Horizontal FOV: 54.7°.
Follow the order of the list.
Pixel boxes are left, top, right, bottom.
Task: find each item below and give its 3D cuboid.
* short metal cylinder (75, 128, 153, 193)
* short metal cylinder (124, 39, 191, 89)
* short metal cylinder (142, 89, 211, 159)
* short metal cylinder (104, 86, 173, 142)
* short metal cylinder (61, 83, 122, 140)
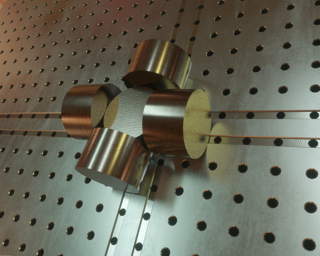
[{"bbox_3d":[-0.054,0.041,0.375,0.080,0.080,0.050,6,65,31],"label":"short metal cylinder"},{"bbox_3d":[-0.002,-0.073,0.419,0.080,0.080,0.050,3,63,29],"label":"short metal cylinder"},{"bbox_3d":[0.022,-0.006,0.365,0.050,0.080,0.080,4,64,30],"label":"short metal cylinder"},{"bbox_3d":[-0.027,-0.009,0.412,0.080,0.050,0.080,-12,57,20],"label":"short metal cylinder"},{"bbox_3d":[-0.089,-0.021,0.433,0.050,0.080,0.080,2,63,28],"label":"short metal cylinder"}]
